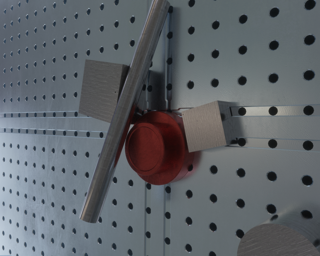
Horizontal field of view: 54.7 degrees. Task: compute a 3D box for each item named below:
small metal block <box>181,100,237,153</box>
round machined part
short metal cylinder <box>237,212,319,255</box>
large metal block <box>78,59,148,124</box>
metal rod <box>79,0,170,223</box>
[{"bbox_3d":[0.057,-0.001,0.363,0.050,0.025,0.050,-16,80,38],"label":"small metal block"},{"bbox_3d":[-0.008,0.026,0.405,0.098,0.042,0.097,0,90,40],"label":"round machined part"},{"bbox_3d":[0.121,0.125,0.293,0.080,0.050,0.079,0,90,40],"label":"short metal cylinder"},{"bbox_3d":[-0.069,-0.053,0.450,0.080,0.050,0.079,16,100,39],"label":"large metal block"},{"bbox_3d":[-0.045,-0.025,0.403,0.025,0.025,0.299,17,87,39],"label":"metal rod"}]
